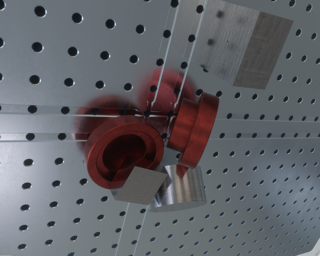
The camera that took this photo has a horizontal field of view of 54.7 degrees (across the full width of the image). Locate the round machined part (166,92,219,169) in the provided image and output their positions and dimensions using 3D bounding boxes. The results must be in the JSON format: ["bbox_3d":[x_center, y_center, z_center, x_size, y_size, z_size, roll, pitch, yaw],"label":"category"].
[{"bbox_3d":[0.039,0.000,0.397,0.042,0.098,0.097,19,113,2],"label":"round machined part"}]

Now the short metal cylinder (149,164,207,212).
[{"bbox_3d":[0.022,0.086,0.435,0.081,0.050,0.080,-7,158,-3],"label":"short metal cylinder"}]

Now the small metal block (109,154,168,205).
[{"bbox_3d":[-0.027,0.065,0.382,0.050,0.025,0.050,20,108,-36],"label":"small metal block"}]

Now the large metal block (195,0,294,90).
[{"bbox_3d":[0.094,-0.099,0.366,0.050,0.080,0.079,1,118,-29],"label":"large metal block"}]

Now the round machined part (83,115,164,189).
[{"bbox_3d":[-0.048,0.027,0.391,0.099,0.042,0.097,-14,124,-21],"label":"round machined part"}]
